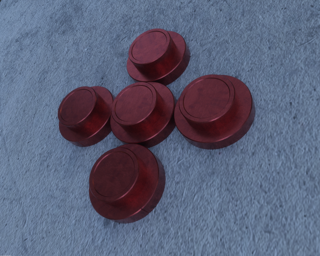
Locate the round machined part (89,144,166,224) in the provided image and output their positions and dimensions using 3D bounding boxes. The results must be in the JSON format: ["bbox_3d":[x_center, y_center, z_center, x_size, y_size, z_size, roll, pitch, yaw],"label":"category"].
[{"bbox_3d":[-0.046,0.063,0.378,0.098,0.042,0.098,-13,56,20],"label":"round machined part"}]

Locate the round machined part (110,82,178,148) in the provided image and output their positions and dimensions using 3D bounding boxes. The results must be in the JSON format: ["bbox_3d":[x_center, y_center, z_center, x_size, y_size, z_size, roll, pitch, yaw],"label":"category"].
[{"bbox_3d":[-0.026,-0.024,0.421,0.098,0.042,0.098,-13,56,20],"label":"round machined part"}]

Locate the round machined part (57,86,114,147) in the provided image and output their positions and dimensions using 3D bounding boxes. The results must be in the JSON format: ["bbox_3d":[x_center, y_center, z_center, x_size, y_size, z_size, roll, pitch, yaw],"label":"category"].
[{"bbox_3d":[-0.113,-0.024,0.466,0.098,0.042,0.098,-13,56,20],"label":"round machined part"}]

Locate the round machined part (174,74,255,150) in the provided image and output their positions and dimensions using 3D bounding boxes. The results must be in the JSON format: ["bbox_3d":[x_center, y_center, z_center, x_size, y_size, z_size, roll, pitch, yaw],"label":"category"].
[{"bbox_3d":[0.062,-0.026,0.377,0.098,0.042,0.098,-13,56,20],"label":"round machined part"}]

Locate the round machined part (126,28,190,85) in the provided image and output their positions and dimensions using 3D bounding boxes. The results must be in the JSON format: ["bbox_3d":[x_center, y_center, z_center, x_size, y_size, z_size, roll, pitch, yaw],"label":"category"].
[{"bbox_3d":[-0.008,-0.110,0.465,0.098,0.042,0.098,-13,56,20],"label":"round machined part"}]
